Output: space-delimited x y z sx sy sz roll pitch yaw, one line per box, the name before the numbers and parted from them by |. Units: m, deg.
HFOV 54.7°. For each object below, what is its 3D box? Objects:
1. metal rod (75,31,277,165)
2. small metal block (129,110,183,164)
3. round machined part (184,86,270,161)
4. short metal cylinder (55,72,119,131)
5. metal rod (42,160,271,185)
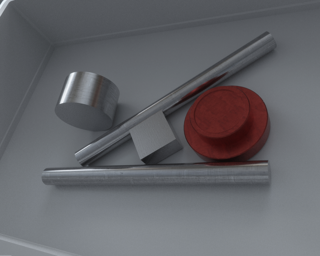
metal rod | 0.016 -0.035 0.416 0.300 0.025 0.025 -32 52 7
small metal block | -0.006 0.014 0.396 0.050 0.025 0.050 -31 52 8
round machined part | 0.073 -0.010 0.358 0.098 0.042 0.098 -13 56 20
short metal cylinder | -0.103 -0.036 0.443 0.080 0.080 0.050 -5 60 25
metal rod | -0.024 0.057 0.380 0.301 0.025 0.025 -5 60 25
